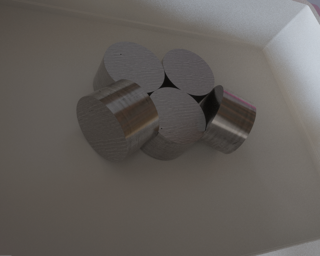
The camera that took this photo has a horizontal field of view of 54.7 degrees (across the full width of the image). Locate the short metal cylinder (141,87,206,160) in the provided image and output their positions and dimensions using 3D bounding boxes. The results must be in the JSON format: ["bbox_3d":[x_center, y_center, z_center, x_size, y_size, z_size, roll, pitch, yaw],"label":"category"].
[{"bbox_3d":[0.011,-0.005,0.396,0.081,0.050,0.080,14,56,-21],"label":"short metal cylinder"}]

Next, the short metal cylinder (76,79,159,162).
[{"bbox_3d":[-0.048,-0.008,0.348,0.050,0.080,0.080,-35,81,-38],"label":"short metal cylinder"}]

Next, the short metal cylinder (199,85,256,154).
[{"bbox_3d":[0.084,-0.011,0.420,0.050,0.080,0.080,26,53,-12],"label":"short metal cylinder"}]

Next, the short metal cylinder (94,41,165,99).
[{"bbox_3d":[-0.041,-0.065,0.405,0.081,0.050,0.080,14,56,-21],"label":"short metal cylinder"}]

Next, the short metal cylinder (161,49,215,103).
[{"bbox_3d":[0.030,-0.066,0.444,0.081,0.050,0.080,14,56,-21],"label":"short metal cylinder"}]
